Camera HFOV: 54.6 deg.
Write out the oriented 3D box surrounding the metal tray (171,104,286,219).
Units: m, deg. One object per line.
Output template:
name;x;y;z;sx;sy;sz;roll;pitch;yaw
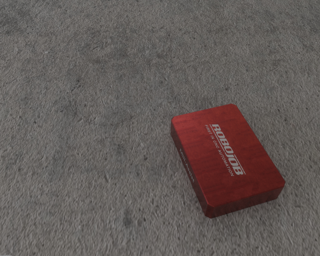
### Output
metal tray;0.075;0.033;0.373;0.091;0.030;0.130;-13;51;-11
